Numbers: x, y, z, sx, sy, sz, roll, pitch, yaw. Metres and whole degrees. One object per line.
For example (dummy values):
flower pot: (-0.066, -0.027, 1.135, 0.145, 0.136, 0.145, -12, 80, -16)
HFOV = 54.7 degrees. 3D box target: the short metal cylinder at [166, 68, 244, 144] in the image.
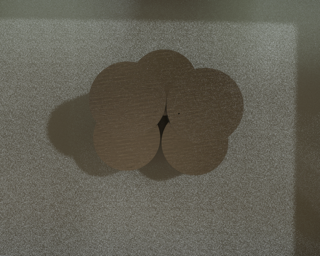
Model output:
short metal cylinder: (0.047, -0.023, 0.347, 0.081, 0.050, 0.080, 0, 90, 0)

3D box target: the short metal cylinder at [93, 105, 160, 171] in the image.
short metal cylinder: (-0.040, 0.011, 0.397, 0.081, 0.050, 0.080, 0, 90, 0)

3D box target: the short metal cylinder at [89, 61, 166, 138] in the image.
short metal cylinder: (-0.034, -0.030, 0.347, 0.081, 0.050, 0.080, 0, 90, 0)

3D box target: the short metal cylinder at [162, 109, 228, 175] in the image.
short metal cylinder: (0.042, 0.017, 0.397, 0.081, 0.050, 0.080, 0, 90, 0)

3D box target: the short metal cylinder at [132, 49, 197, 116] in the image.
short metal cylinder: (0.005, -0.055, 0.397, 0.081, 0.050, 0.080, 0, 90, 0)
